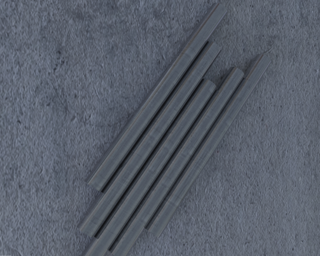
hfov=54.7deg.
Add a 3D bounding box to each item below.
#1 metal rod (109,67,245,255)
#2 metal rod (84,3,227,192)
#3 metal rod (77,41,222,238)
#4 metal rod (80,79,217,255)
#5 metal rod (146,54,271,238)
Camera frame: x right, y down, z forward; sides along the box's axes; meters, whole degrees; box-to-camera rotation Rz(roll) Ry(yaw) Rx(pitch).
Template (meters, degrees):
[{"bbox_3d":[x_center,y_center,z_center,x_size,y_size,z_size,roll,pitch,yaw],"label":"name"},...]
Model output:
[{"bbox_3d":[0.029,0.039,0.422,0.025,0.025,0.300,38,78,-16],"label":"metal rod"},{"bbox_3d":[0.001,-0.049,0.412,0.025,0.025,0.300,38,78,-16],"label":"metal rod"},{"bbox_3d":[-0.007,0.006,0.409,0.025,0.025,0.300,38,78,-16],"label":"metal rod"},{"bbox_3d":[-0.014,0.059,0.406,0.025,0.025,0.300,38,78,-16],"label":"metal rod"},{"bbox_3d":[0.073,0.017,0.438,0.025,0.025,0.300,38,78,-16],"label":"metal rod"}]
